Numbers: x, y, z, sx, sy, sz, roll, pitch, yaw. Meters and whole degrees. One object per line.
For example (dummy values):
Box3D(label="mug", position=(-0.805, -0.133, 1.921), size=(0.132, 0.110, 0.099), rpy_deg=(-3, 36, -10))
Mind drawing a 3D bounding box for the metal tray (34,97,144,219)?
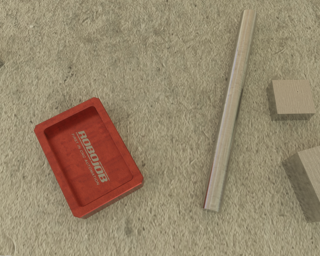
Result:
Box3D(label="metal tray", position=(-0.089, 0.036, 0.391), size=(0.090, 0.030, 0.130), rpy_deg=(-28, 73, -10))

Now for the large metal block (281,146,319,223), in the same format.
Box3D(label="large metal block", position=(0.209, 0.062, 0.375), size=(0.081, 0.050, 0.080), rpy_deg=(-15, 71, -6))

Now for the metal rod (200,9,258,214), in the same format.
Box3D(label="metal rod", position=(0.098, -0.036, 0.422), size=(0.025, 0.025, 0.299), rpy_deg=(14, 70, 4))

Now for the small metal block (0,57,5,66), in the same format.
Box3D(label="small metal block", position=(-0.262, -0.102, 0.442), size=(0.050, 0.025, 0.050), rpy_deg=(-38, 75, -13))

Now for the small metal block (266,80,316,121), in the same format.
Box3D(label="small metal block", position=(0.178, -0.038, 0.424), size=(0.050, 0.025, 0.050), rpy_deg=(-1, 70, -1))
